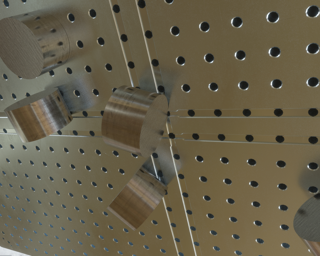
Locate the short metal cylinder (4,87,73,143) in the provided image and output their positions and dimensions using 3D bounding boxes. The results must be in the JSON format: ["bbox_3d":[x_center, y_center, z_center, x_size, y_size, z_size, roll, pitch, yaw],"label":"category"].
[{"bbox_3d":[-0.177,-0.020,0.457,0.080,0.080,0.050,-7,115,31],"label":"short metal cylinder"}]

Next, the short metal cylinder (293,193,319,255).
[{"bbox_3d":[0.198,0.112,0.340,0.080,0.080,0.050,-32,101,38],"label":"short metal cylinder"}]

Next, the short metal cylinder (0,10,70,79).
[{"bbox_3d":[-0.171,-0.112,0.416,0.080,0.050,0.079,13,124,21],"label":"short metal cylinder"}]

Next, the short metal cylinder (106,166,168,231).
[{"bbox_3d":[-0.033,0.102,0.457,0.050,0.080,0.080,40,129,1],"label":"short metal cylinder"}]

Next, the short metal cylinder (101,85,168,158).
[{"bbox_3d":[-0.029,-0.009,0.386,0.050,0.080,0.079,16,125,19],"label":"short metal cylinder"}]
